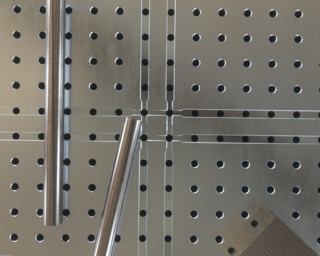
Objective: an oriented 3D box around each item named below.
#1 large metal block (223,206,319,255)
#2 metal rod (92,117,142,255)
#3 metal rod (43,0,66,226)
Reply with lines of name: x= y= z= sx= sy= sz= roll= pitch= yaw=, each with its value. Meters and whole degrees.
large metal block: x=0.144 y=0.164 z=0.402 sx=0.080 sy=0.050 sz=0.080 roll=43 pitch=90 yaw=0
metal rod: x=-0.069 y=0.133 z=0.412 sx=0.025 sy=0.025 sz=0.298 roll=13 pitch=90 yaw=0
metal rod: x=-0.140 y=-0.023 z=0.412 sx=0.025 sy=0.025 sz=0.298 roll=1 pitch=90 yaw=0
